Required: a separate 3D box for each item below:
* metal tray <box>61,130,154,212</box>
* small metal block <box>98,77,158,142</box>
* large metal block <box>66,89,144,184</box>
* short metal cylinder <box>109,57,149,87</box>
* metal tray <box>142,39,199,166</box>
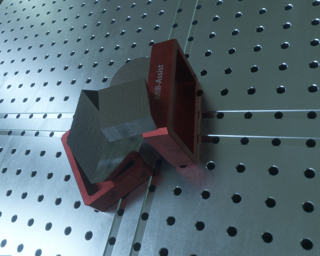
[{"bbox_3d":[-0.076,0.034,0.420,0.090,0.030,0.130,-37,51,3],"label":"metal tray"},{"bbox_3d":[-0.033,-0.019,0.315,0.050,0.025,0.050,-15,55,6],"label":"small metal block"},{"bbox_3d":[-0.068,0.009,0.381,0.080,0.050,0.079,46,124,38],"label":"large metal block"},{"bbox_3d":[-0.023,-0.052,0.435,0.080,0.050,0.080,-13,56,20],"label":"short metal cylinder"},{"bbox_3d":[0.017,-0.030,0.374,0.030,0.090,0.130,-9,58,23],"label":"metal tray"}]
